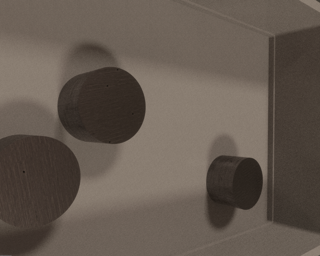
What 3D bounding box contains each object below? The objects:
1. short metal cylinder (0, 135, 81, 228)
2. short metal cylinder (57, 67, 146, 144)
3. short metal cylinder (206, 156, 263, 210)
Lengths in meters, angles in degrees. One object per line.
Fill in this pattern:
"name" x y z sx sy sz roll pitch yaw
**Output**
"short metal cylinder" -0.123 0.046 0.289 0.081 0.050 0.079 0 90 -40
"short metal cylinder" -0.063 -0.023 0.339 0.081 0.050 0.079 0 90 -40
"short metal cylinder" 0.120 0.085 0.494 0.081 0.050 0.079 0 90 -40
